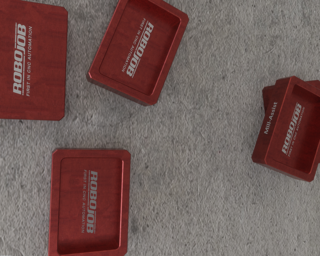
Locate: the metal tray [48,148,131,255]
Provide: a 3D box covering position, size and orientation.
[{"bbox_3d":[-0.085,0.090,0.374,0.091,0.030,0.129,2,89,-20],"label":"metal tray"}]

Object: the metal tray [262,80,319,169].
[{"bbox_3d":[0.213,-0.006,0.485,0.091,0.030,0.129,-9,93,-20],"label":"metal tray"}]

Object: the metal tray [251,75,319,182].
[{"bbox_3d":[0.194,0.002,0.445,0.091,0.030,0.130,22,83,-19],"label":"metal tray"}]

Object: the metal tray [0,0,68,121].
[{"bbox_3d":[-0.154,-0.074,0.349,0.091,0.030,0.129,2,89,-20],"label":"metal tray"}]

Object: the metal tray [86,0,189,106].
[{"bbox_3d":[-0.027,-0.103,0.395,0.091,0.030,0.130,23,82,-19],"label":"metal tray"}]
